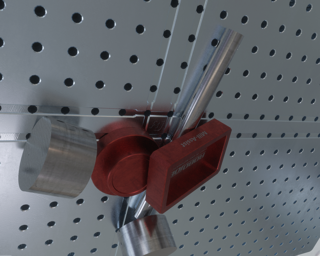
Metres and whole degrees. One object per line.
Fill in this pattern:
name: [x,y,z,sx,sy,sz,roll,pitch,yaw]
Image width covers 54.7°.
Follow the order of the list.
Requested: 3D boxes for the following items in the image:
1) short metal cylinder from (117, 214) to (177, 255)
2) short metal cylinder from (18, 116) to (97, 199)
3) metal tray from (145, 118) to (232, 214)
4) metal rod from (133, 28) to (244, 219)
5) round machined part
short metal cylinder: [-0.020,0.173,0.472,0.081,0.050,0.080,-16,149,-10]
short metal cylinder: [-0.111,0.033,0.335,0.050,0.080,0.080,21,107,-36]
metal tray: [0.041,0.050,0.426,0.131,0.030,0.089,-26,137,-37]
metal rod: [0.032,0.008,0.433,0.025,0.025,0.298,13,112,-34]
round machined part: [-0.042,0.052,0.409,0.099,0.042,0.097,-14,124,-21]
